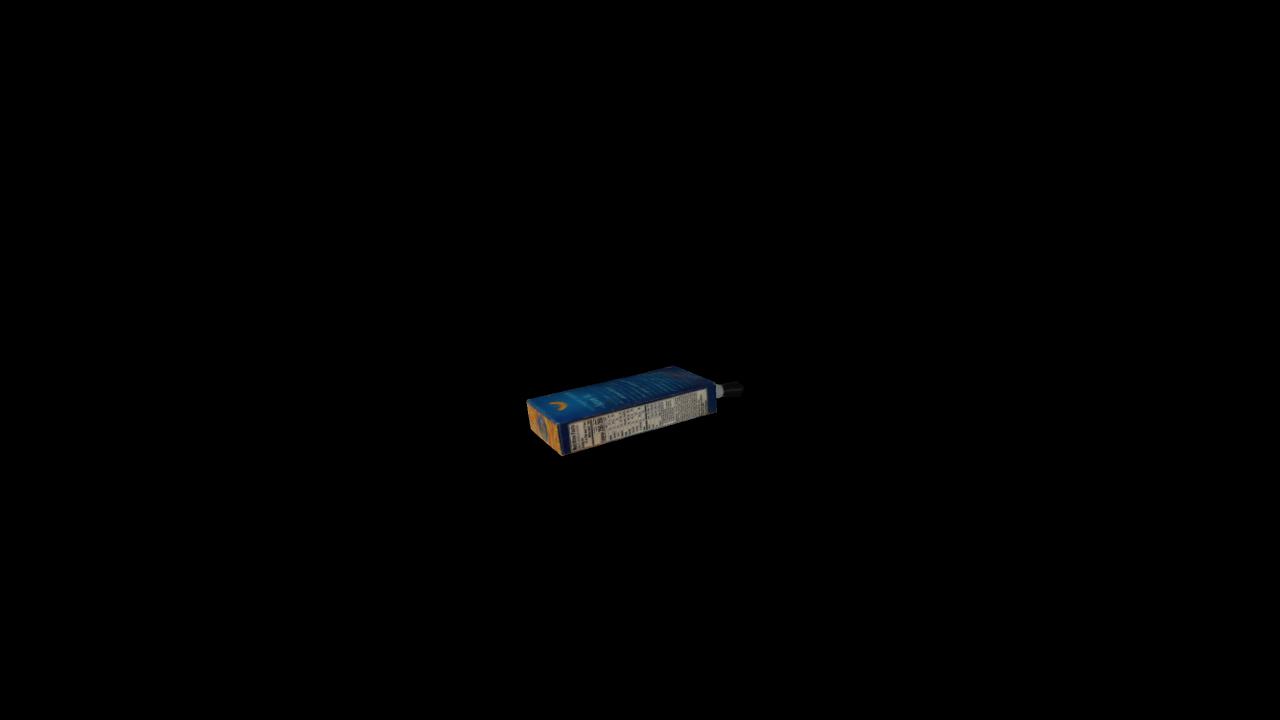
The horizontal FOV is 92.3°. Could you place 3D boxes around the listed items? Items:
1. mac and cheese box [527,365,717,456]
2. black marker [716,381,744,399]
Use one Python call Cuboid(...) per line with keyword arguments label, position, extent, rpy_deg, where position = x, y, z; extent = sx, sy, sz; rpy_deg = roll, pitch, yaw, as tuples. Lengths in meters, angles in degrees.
Cuboid(label="mac and cheese box", position=(-0.018, 0.049, 0.657), extent=(0.184, 0.041, 0.093), rpy_deg=(-13, 18, -26))
Cuboid(label="black marker", position=(0.066, 0.040, 0.724), extent=(0.121, 0.020, 0.020), rpy_deg=(-6, 2, -17))
